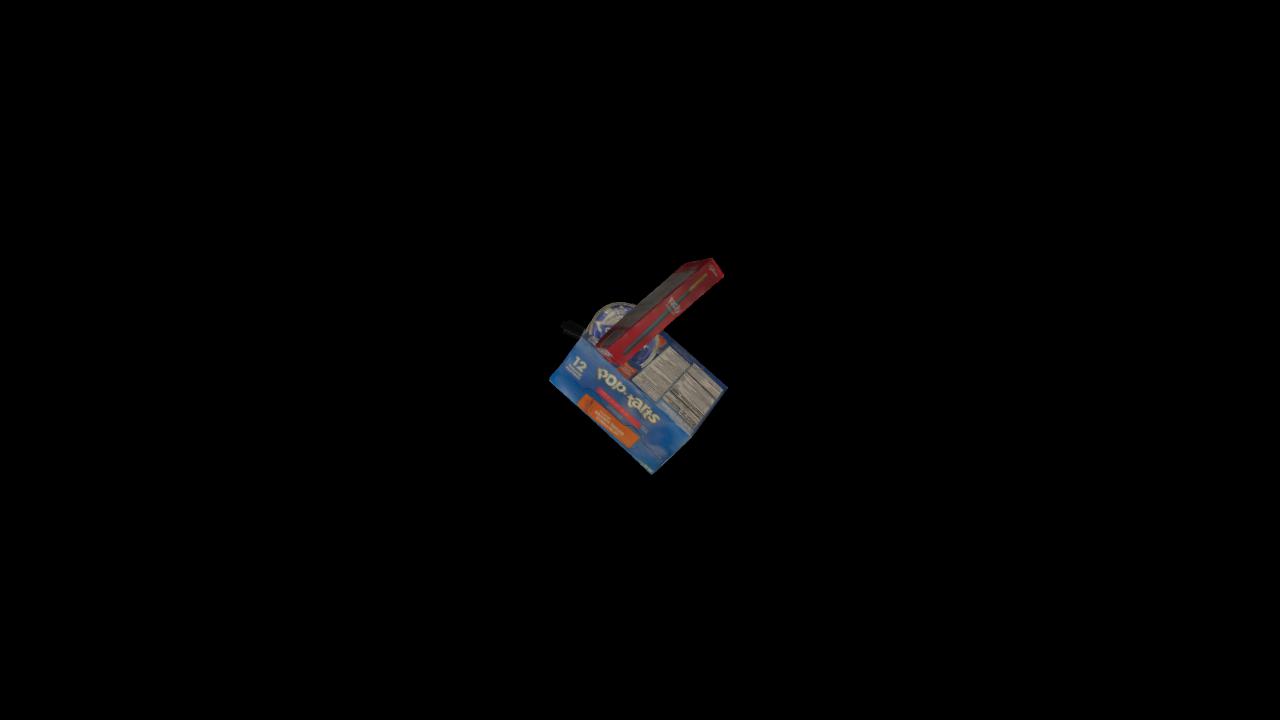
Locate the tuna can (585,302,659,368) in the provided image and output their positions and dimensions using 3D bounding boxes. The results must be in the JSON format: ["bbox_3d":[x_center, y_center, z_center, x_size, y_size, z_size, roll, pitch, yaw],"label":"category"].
[{"bbox_3d":[-0.022,-0.023,0.718,0.084,0.084,0.034,0,-15,-18],"label":"tuna can"}]

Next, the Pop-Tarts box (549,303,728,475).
[{"bbox_3d":[0.002,0.030,0.751,0.167,0.083,0.141,41,32,5],"label":"Pop-Tarts box"}]

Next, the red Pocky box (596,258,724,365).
[{"bbox_3d":[0.018,-0.054,0.686,0.155,0.028,0.083,-41,14,-10],"label":"red Pocky box"}]

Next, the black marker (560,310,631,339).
[{"bbox_3d":[-0.039,-0.017,0.736,0.121,0.020,0.020,25,1,1],"label":"black marker"}]
